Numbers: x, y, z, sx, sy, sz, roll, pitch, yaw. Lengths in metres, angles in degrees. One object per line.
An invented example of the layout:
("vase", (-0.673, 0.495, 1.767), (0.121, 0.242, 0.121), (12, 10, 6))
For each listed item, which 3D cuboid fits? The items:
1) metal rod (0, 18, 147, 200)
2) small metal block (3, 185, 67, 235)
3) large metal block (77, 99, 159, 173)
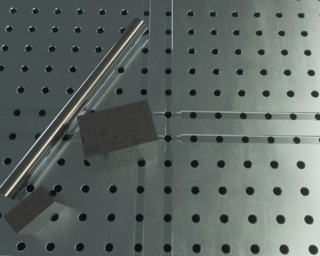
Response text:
("metal rod", (-0.109, -0.038, 0.424), (0.025, 0.025, 0.300), (31, 72, 10))
("small metal block", (-0.143, 0.097, 0.361), (0.050, 0.050, 0.025), (-41, 75, -14))
("large metal block", (-0.047, 0.013, 0.377), (0.081, 0.080, 0.050), (-14, 71, -5))
